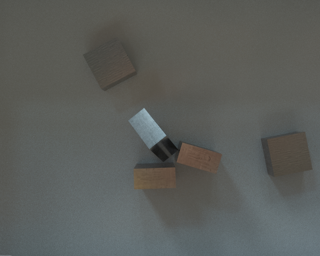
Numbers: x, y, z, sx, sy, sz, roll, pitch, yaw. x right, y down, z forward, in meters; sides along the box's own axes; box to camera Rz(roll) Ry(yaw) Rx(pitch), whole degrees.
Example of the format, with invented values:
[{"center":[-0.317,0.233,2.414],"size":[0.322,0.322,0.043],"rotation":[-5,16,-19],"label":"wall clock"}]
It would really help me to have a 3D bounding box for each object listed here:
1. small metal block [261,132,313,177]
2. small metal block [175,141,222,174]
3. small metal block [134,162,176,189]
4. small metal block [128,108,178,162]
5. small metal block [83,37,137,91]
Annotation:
[{"center":[0.168,0.034,0.413],"size":[0.050,0.025,0.050],"rotation":[-11,90,0],"label":"small metal block"},{"center":[0.048,0.036,0.399],"size":[0.050,0.050,0.025],"rotation":[16,90,0],"label":"small metal block"},{"center":[-0.006,0.061,0.399],"size":[0.050,0.050,0.025],"rotation":[-2,90,0],"label":"small metal block"},{"center":[-0.008,0.010,0.389],"size":[0.025,0.050,0.050],"rotation":[-39,59,0],"label":"small metal block"},{"center":[-0.065,-0.084,0.411],"size":[0.050,0.025,0.050],"rotation":[-28,90,0],"label":"small metal block"}]
